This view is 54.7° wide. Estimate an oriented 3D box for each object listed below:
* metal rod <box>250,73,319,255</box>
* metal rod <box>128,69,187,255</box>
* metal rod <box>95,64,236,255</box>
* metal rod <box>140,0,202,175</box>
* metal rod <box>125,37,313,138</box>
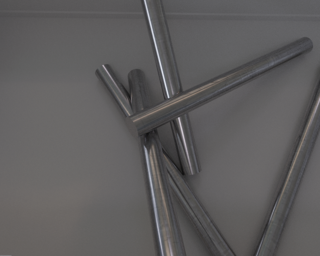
[{"bbox_3d":[0.182,0.032,0.398,0.025,0.025,0.300,26,72,9],"label":"metal rod"},{"bbox_3d":[-0.009,0.030,0.332,0.025,0.025,0.300,-10,45,-4],"label":"metal rod"},{"bbox_3d":[0.000,0.037,0.395,0.025,0.025,0.299,-31,73,-11],"label":"metal rod"},{"bbox_3d":[0.005,-0.088,0.376,0.025,0.025,0.298,-14,96,-5],"label":"metal rod"},{"bbox_3d":[0.092,-0.061,0.391,0.302,0.025,0.025,-27,72,-26],"label":"metal rod"}]
